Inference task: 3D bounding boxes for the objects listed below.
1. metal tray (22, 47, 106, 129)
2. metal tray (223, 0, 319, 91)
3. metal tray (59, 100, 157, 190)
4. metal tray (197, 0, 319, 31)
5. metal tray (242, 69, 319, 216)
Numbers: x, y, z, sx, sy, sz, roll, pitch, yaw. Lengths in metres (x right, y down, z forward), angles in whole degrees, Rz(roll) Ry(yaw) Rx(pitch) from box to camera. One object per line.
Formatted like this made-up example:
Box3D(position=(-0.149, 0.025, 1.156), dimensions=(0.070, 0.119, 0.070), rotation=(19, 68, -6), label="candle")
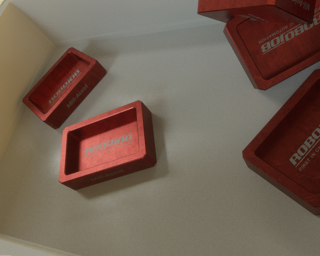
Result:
Box3D(position=(-0.164, -0.071, 0.529), dimensions=(0.090, 0.030, 0.130), rotation=(33, 79, 37), label="metal tray")
Box3D(position=(0.152, -0.112, 0.357), dimensions=(0.130, 0.030, 0.090), rotation=(-29, 94, 9), label="metal tray")
Box3D(position=(-0.073, 0.024, 0.424), dimensions=(0.130, 0.030, 0.090), rotation=(-19, 54, 16), label="metal tray")
Box3D(position=(0.117, -0.139, 0.357), dimensions=(0.090, 0.131, 0.030), rotation=(13, 103, 43), label="metal tray")
Box3D(position=(0.160, 0.009, 0.312), dimensions=(0.130, 0.030, 0.090), rotation=(-47, 52, -5), label="metal tray")
